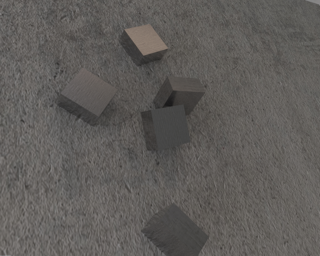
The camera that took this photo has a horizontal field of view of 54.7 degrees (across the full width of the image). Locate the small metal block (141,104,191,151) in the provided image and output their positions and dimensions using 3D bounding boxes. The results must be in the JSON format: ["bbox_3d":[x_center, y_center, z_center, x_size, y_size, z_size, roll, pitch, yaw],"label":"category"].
[{"bbox_3d":[0.008,-0.001,0.396,0.050,0.025,0.050,-12,93,-33],"label":"small metal block"}]

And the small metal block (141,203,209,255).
[{"bbox_3d":[0.014,0.112,0.327,0.050,0.050,0.025,44,51,2],"label":"small metal block"}]

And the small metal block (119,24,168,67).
[{"bbox_3d":[-0.025,-0.125,0.467,0.050,0.025,0.050,-27,77,-37],"label":"small metal block"}]

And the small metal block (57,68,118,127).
[{"bbox_3d":[-0.088,-0.038,0.379,0.050,0.025,0.050,32,52,-7],"label":"small metal block"}]

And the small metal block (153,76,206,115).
[{"bbox_3d":[0.026,-0.043,0.426,0.050,0.050,0.025,0,54,-28],"label":"small metal block"}]
